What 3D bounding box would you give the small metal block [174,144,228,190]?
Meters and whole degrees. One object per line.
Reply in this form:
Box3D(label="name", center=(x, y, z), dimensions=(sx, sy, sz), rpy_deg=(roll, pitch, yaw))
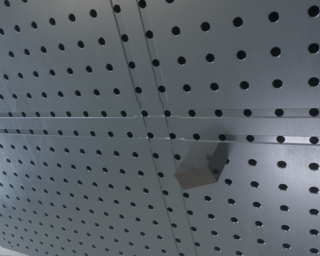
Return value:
Box3D(label="small metal block", center=(0.053, 0.050, 0.398), dimensions=(0.050, 0.050, 0.025), rpy_deg=(-22, 107, 36))
